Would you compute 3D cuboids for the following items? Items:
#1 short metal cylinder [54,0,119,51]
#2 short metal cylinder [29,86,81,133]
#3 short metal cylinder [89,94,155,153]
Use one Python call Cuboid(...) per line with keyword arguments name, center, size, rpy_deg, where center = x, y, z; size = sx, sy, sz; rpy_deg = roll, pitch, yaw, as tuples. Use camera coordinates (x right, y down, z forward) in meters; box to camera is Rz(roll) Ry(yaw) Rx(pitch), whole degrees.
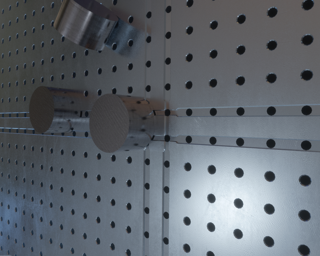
Cuboid(name="short metal cylinder", center=(-0.110, -0.159, 0.461), size=(0.080, 0.081, 0.050), rpy_deg=(48, 119, 29))
Cuboid(name="short metal cylinder", center=(-0.185, -0.031, 0.542), size=(0.080, 0.050, 0.079), rpy_deg=(0, 90, 39))
Cuboid(name="short metal cylinder", center=(-0.054, -0.007, 0.435), size=(0.080, 0.050, 0.079), rpy_deg=(0, 90, 39))
